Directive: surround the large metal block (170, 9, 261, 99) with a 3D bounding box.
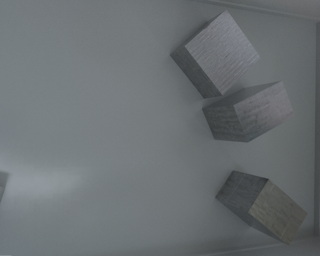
[{"bbox_3d":[0.075,-0.098,0.425,0.080,0.050,0.080,-44,104,-15],"label":"large metal block"}]

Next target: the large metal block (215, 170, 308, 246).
[{"bbox_3d":[0.138,0.108,0.432,0.080,0.080,0.050,40,77,-16],"label":"large metal block"}]

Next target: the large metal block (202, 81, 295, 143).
[{"bbox_3d":[0.118,-0.022,0.425,0.081,0.080,0.050,-26,99,-18],"label":"large metal block"}]

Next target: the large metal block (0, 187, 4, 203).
[{"bbox_3d":[-0.213,0.091,0.310,0.081,0.050,0.080,17,72,-20],"label":"large metal block"}]
